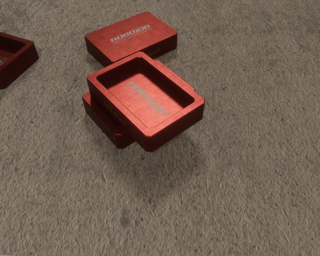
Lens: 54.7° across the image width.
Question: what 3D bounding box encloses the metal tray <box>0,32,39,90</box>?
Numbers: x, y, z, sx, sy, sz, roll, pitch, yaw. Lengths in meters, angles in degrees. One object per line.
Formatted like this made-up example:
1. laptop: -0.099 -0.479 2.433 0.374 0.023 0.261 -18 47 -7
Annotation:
1. metal tray: -0.276 -0.116 0.493 0.130 0.030 0.090 19 52 14

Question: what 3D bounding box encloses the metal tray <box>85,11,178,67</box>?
1. metal tray: -0.047 -0.145 0.522 0.131 0.030 0.090 -31 57 -24

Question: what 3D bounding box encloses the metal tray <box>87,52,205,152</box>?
1. metal tray: -0.020 -0.039 0.392 0.091 0.030 0.130 -32 58 -25

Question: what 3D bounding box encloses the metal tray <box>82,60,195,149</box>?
1. metal tray: -0.028 -0.038 0.431 0.131 0.030 0.090 -31 57 -24
